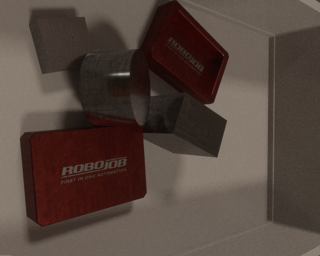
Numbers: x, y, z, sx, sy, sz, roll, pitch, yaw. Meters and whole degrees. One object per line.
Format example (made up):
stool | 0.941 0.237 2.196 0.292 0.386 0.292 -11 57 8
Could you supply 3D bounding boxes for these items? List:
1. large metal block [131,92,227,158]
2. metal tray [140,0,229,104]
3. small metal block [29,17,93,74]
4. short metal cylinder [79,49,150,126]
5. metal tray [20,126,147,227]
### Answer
large metal block | 0.024 -0.002 0.393 0.080 0.080 0.050 28 72 -37
metal tray | 0.038 -0.101 0.437 0.130 0.030 0.090 32 70 -36
small metal block | -0.101 -0.086 0.323 0.050 0.025 0.050 -20 103 -38
short metal cylinder | -0.044 -0.042 0.330 0.080 0.050 0.079 -1 91 -78
metal tray | -0.077 0.044 0.340 0.131 0.030 0.089 -6 94 -40
